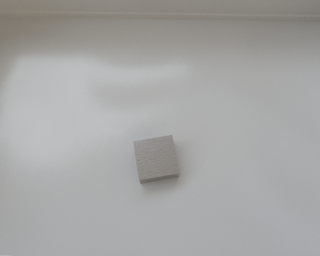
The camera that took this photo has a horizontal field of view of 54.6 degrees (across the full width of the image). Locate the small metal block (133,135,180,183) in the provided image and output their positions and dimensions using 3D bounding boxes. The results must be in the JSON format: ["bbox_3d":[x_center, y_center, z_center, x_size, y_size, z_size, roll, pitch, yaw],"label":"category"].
[{"bbox_3d":[-0.005,0.040,0.395,0.050,0.025,0.050,-9,70,-4],"label":"small metal block"}]
